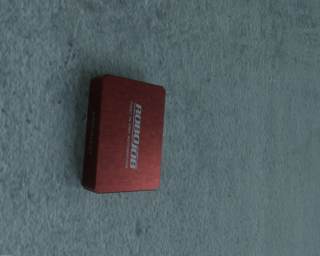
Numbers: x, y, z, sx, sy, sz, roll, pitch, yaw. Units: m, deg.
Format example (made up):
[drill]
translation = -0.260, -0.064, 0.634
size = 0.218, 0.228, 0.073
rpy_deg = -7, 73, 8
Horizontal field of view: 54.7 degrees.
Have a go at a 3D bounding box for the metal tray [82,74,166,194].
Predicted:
[metal tray]
translation = -0.040, 0.009, 0.370
size = 0.091, 0.030, 0.129
rpy_deg = 6, 86, -40
